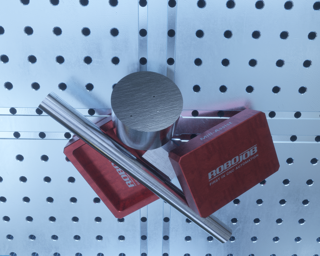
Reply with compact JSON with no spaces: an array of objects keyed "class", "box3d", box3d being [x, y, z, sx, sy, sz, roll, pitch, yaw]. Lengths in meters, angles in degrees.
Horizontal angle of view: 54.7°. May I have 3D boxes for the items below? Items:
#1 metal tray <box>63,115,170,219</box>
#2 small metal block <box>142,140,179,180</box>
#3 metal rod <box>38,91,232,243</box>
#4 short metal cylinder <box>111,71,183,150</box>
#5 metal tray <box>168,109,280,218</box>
[{"class":"metal tray","box3d":[-0.055,0.053,0.425,0.090,0.030,0.130,-30,108,10]},{"class":"small metal block","box3d":[0.005,0.033,0.407,0.050,0.050,0.025,39,106,-13]},{"class":"metal rod","box3d":[-0.021,0.058,0.399,0.301,0.025,0.025,39,105,-14]},{"class":"short metal cylinder","box3d":[-0.017,-0.020,0.366,0.081,0.080,0.050,8,152,-3]},{"class":"metal tray","box3d":[0.085,0.043,0.396,0.131,0.030,0.090,-28,110,-16]}]
